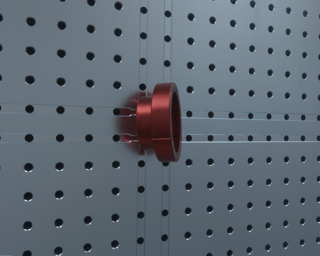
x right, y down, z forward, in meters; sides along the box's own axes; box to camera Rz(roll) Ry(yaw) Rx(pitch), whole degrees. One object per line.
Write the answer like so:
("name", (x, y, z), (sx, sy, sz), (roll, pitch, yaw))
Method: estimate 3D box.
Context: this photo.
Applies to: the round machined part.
("round machined part", (-0.001, -0.006, 0.384), (0.042, 0.098, 0.097), (-2, 91, 11))
